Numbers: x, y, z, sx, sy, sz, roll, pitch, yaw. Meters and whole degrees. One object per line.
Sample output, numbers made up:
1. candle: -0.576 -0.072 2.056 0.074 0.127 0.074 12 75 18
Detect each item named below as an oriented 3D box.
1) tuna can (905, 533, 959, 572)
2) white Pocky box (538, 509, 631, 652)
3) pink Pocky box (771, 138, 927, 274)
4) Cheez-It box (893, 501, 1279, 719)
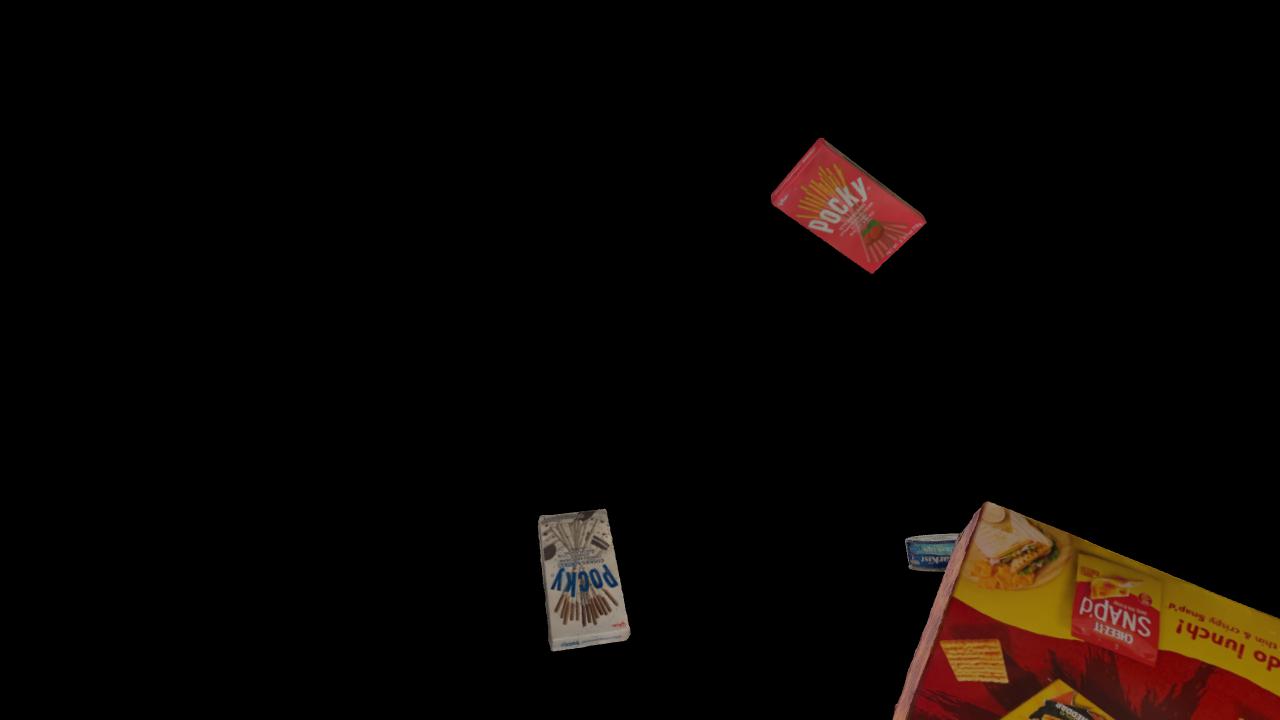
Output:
1. tuna can: 0.348 0.218 0.699 0.084 0.034 0.084 -4 -13 -1
2. white Pocky box: -0.066 0.239 0.686 0.084 0.028 0.154 -3 40 -13
3. pink Pocky box: 0.233 -0.170 0.691 0.155 0.084 0.029 30 35 -15
4. Cheez-It box: 0.202 0.201 0.276 0.166 0.223 0.071 22 -27 26
